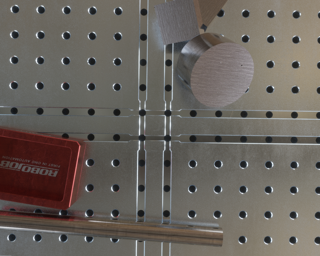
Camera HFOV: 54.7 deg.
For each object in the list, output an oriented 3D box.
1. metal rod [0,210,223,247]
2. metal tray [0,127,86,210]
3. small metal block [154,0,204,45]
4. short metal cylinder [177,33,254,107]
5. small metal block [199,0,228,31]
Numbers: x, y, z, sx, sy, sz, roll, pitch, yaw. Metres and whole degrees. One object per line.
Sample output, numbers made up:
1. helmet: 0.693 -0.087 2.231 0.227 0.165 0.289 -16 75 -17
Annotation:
1. metal rod: -0.069 0.133 0.412 0.302 0.025 0.025 5 90 -1
2. metal tray: -0.173 0.051 0.408 0.131 0.030 0.089 10 90 -1
3. small metal block: 0.026 -0.138 0.396 0.050 0.025 0.050 -5 114 23
4. short metal cylinder: 0.067 -0.072 0.384 0.081 0.050 0.079 -8 121 -13
5. small metal block: 0.056 -0.166 0.414 0.050 0.025 0.050 37 89 -1
